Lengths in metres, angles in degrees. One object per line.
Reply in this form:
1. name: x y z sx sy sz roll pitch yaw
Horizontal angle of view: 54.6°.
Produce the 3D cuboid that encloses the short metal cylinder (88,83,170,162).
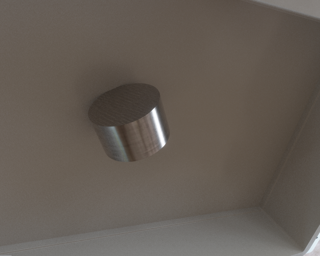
1. short metal cylinder: -0.033 -0.008 0.349 0.080 0.080 0.050 -26 128 -12
